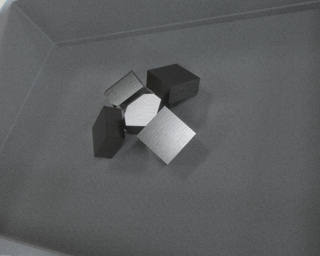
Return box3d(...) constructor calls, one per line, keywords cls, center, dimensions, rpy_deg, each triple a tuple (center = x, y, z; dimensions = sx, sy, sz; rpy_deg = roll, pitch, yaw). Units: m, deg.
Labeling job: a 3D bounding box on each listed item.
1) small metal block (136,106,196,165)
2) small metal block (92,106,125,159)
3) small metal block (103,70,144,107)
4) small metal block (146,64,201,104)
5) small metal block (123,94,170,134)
box3d(cls="small metal block", center=(0.007, 0.010, 0.379), dimensions=(0.050, 0.025, 0.050), rpy_deg=(42, 84, 4))
box3d(cls="small metal block", center=(-0.071, 0.006, 0.422), dimensions=(0.050, 0.025, 0.050), rpy_deg=(-53, 39, 42))
box3d(cls="small metal block", center=(-0.052, -0.058, 0.450), dimensions=(0.050, 0.025, 0.050), rpy_deg=(-37, 14, 4))
box3d(cls="small metal block", center=(0.017, -0.061, 0.416), dimensions=(0.050, 0.025, 0.050), rpy_deg=(-20, 43, -32))
box3d(cls="small metal block", center=(-0.019, -0.019, 0.424), dimensions=(0.050, 0.025, 0.050), rpy_deg=(2, 62, 29))
